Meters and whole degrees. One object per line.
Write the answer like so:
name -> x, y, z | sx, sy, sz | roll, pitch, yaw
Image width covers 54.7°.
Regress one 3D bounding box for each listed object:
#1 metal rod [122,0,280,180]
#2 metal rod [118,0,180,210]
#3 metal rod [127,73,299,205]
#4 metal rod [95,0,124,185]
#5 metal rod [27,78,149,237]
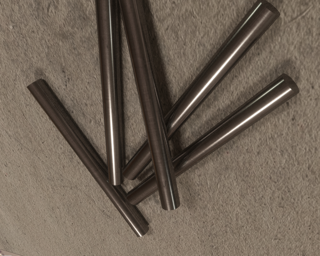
metal rod -> 0.027, -0.021, 0.377 | 0.025, 0.025, 0.298 | 40, 129, 1
metal rod -> -0.012, -0.037, 0.364 | 0.025, 0.025, 0.298 | -1, 111, 28
metal rod -> 0.044, 0.033, 0.402 | 0.025, 0.025, 0.299 | 45, 129, -4
metal rod -> -0.064, -0.043, 0.412 | 0.025, 0.025, 0.298 | 15, 125, 19
metal rod -> -0.108, 0.055, 0.495 | 0.025, 0.025, 0.299 | -23, 106, 36
